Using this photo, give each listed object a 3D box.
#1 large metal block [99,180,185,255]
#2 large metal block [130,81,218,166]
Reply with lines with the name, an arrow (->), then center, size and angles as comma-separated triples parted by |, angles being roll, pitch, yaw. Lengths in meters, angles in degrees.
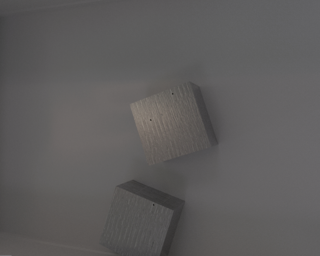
large metal block -> -0.022, 0.123, 0.405 | 0.080, 0.050, 0.080 | 19, 96, 19
large metal block -> 0.019, -0.004, 0.391 | 0.080, 0.050, 0.080 | -19, 84, 19
